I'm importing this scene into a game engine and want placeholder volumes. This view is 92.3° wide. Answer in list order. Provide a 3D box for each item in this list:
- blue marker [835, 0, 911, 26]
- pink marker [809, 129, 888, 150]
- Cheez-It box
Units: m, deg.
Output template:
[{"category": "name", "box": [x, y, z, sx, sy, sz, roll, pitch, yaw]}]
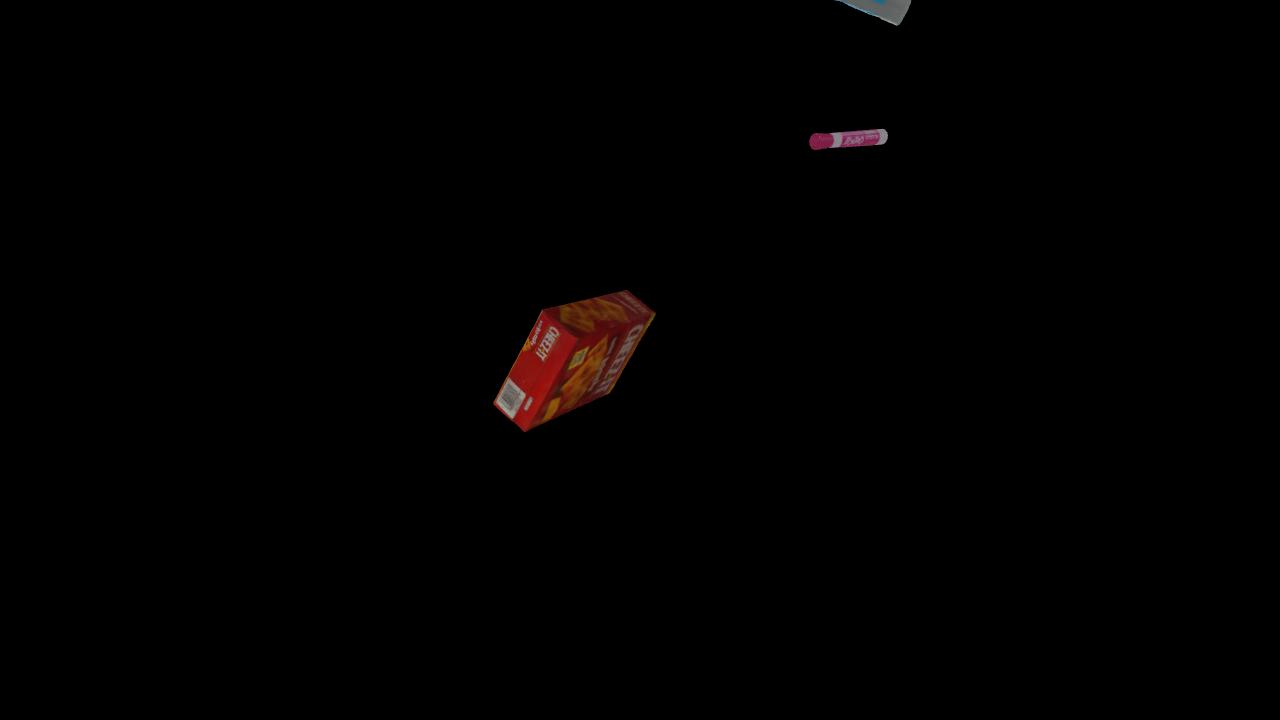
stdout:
[{"category": "blue marker", "box": [0.142, -0.283, 0.461, 0.121, 0.020, 0.020, 31, 8, 14]}, {"category": "pink marker", "box": [0.252, -0.267, 0.745, 0.121, 0.020, 0.020, -14, 7, -27]}, {"category": "Cheez-It box", "box": [-0.086, -0.005, 0.876, 0.071, 0.166, 0.223, 40, 27, 15]}]
